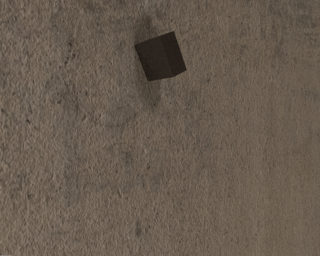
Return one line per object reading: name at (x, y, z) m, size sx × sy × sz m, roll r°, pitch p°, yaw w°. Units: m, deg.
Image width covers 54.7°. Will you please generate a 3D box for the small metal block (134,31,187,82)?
small metal block at (0.000, -0.089, 0.390) m, size 0.025 × 0.050 × 0.050 m, roll -33°, pitch 111°, yaw -35°
